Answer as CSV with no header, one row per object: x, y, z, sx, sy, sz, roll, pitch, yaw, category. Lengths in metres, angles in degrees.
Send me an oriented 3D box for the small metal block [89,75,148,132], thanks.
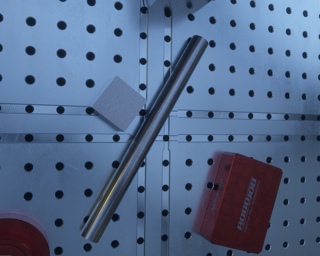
-0.053,-0.030,0.394,0.050,0.025,0.050,39,77,-16,small metal block

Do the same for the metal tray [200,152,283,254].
0.122,0.110,0.457,0.091,0.030,0.129,20,83,-19,metal tray

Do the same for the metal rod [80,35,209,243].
-0.015,0.006,0.407,0.025,0.025,0.300,33,79,-18,metal rod

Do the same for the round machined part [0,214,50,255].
-0.173,0.149,0.340,0.099,0.042,0.097,0,90,-21,round machined part

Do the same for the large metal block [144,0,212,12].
0.028,-0.188,0.395,0.081,0.080,0.050,-9,94,-20,large metal block
